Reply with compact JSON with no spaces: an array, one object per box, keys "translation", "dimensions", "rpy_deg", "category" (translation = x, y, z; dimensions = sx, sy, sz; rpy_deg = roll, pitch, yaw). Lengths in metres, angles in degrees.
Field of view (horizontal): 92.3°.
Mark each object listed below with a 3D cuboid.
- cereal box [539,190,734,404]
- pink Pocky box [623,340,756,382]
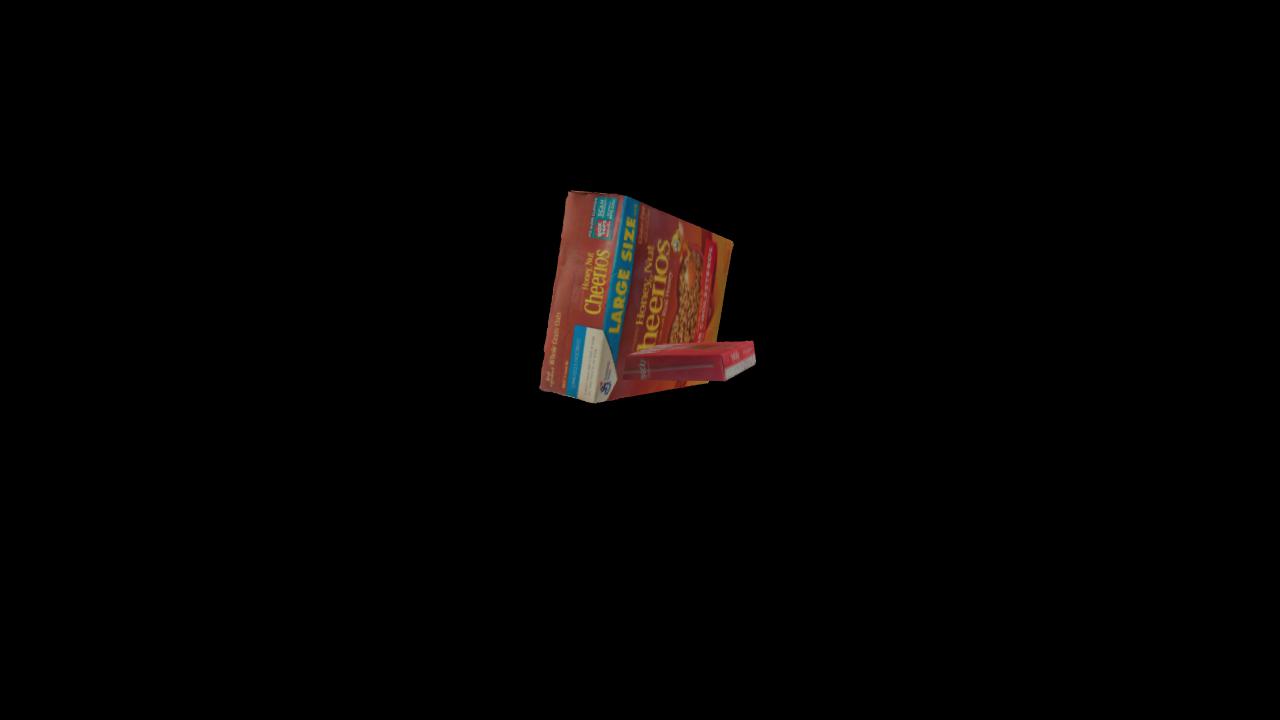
[{"translation":[0.012,-0.065,0.722],"dimensions":[0.081,0.203,0.306],"rpy_deg":[12,7,26],"category":"cereal box"},{"translation":[0.033,0.001,0.640],"dimensions":[0.155,0.029,0.084],"rpy_deg":[-1,10,32],"category":"pink Pocky box"}]
